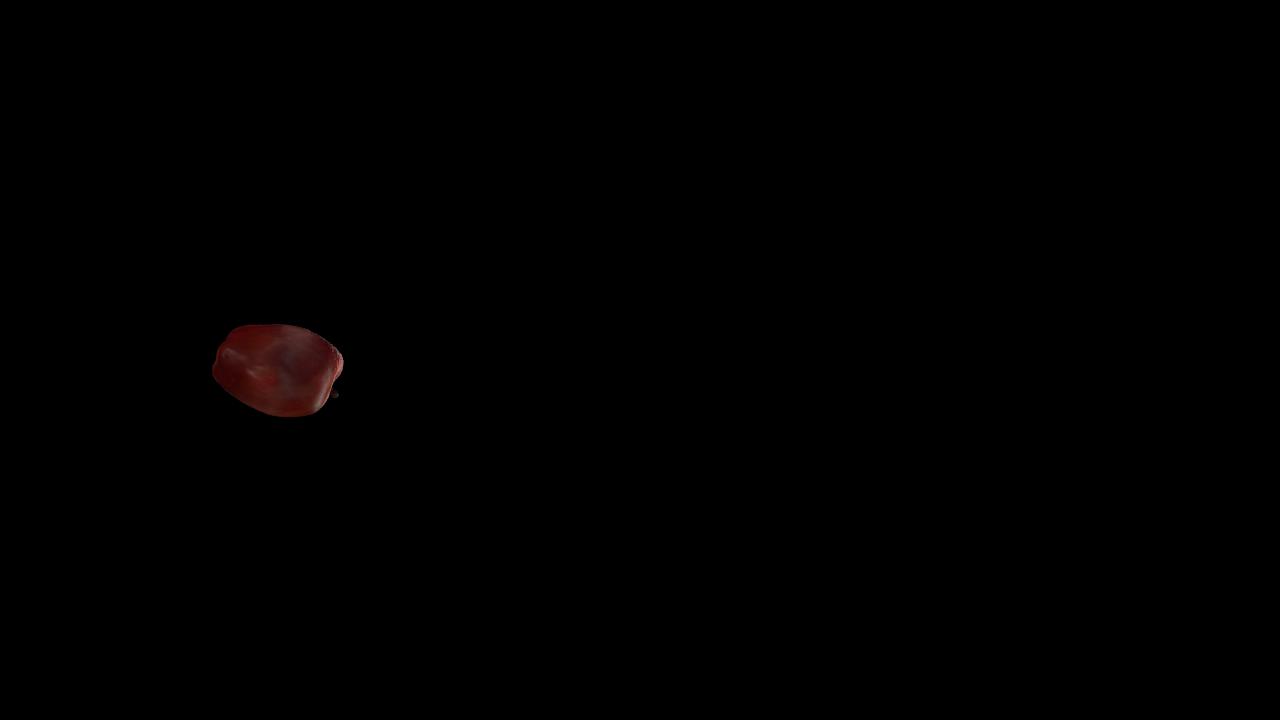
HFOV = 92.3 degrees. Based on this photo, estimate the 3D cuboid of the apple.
[{"bbox_3d":[-0.294,0.009,0.507,0.093,0.079,0.079,25,-8,-17],"label":"apple"}]
